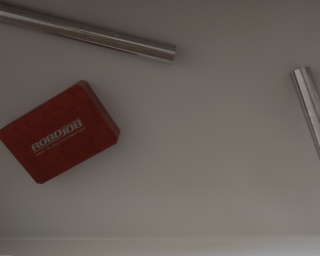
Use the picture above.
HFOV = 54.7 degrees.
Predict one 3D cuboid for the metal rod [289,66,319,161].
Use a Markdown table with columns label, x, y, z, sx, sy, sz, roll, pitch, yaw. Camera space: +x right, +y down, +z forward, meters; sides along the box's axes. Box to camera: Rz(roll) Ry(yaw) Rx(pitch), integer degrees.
| label | x | y | z | sx | sy | sz | roll | pitch | yaw |
| --- | --- | --- | --- | --- | --- | --- | --- | --- | --- |
| metal rod | 0.220 | 0.069 | 0.379 | 0.025 | 0.025 | 0.298 | -18 | 86 | 6 |

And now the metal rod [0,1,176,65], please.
| label | x | y | z | sx | sy | sz | roll | pitch | yaw |
| --- | --- | --- | --- | --- | --- | --- | --- | --- | --- |
| metal rod | -0.130 | -0.122 | 0.364 | 0.302 | 0.025 | 0.025 | 13 | 110 | -5 |

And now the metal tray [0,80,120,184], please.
| label | x | y | z | sx | sy | sz | roll | pitch | yaw |
| --- | --- | --- | --- | --- | --- | --- | --- | --- | --- |
| metal tray | -0.131 | 0.007 | 0.409 | 0.130 | 0.030 | 0.090 | -29 | 108 | 9 |
